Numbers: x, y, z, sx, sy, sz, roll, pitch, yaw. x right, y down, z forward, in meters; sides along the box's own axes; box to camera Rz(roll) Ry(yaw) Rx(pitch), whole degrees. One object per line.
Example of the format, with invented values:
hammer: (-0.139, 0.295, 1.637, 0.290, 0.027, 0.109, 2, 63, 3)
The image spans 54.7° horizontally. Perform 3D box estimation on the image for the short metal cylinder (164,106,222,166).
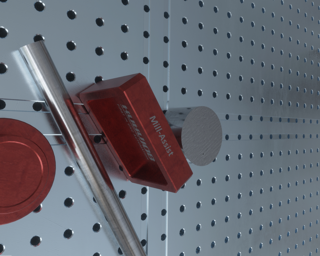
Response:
short metal cylinder: (0.041, 0.011, 0.430, 0.081, 0.050, 0.079, 0, 90, -40)

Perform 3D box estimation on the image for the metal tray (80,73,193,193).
metal tray: (-0.027, 0.008, 0.345, 0.030, 0.090, 0.129, -41, 115, -32)

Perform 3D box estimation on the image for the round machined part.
round machined part: (-0.142, 0.039, 0.280, 0.099, 0.042, 0.097, 0, 90, -40)

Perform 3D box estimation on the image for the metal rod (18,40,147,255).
metal rod: (-0.074, 0.050, 0.348, 0.025, 0.025, 0.298, -35, 112, -35)
